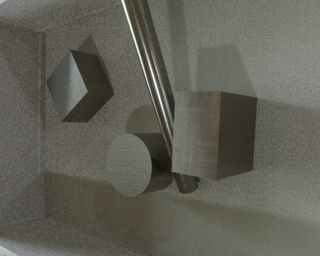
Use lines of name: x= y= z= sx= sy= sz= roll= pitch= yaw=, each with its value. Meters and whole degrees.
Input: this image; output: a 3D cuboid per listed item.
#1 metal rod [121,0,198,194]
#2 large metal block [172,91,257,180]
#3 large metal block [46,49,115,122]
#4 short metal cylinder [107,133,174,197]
metal rod: x=-0.006 y=-0.061 z=0.329 sx=0.025 sy=0.025 sz=0.298 roll=0 pitch=116 yaw=40
large metal block: x=0.058 y=0.005 z=0.321 sx=0.050 sy=0.081 sz=0.079 roll=5 pitch=93 yaw=39
large metal block: x=-0.129 y=-0.064 z=0.494 sx=0.080 sy=0.050 sz=0.080 roll=-40 pitch=66 yaw=32
short metal cylinder: x=-0.024 y=0.047 z=0.409 sx=0.080 sy=0.050 sz=0.079 roll=0 pitch=90 yaw=39
